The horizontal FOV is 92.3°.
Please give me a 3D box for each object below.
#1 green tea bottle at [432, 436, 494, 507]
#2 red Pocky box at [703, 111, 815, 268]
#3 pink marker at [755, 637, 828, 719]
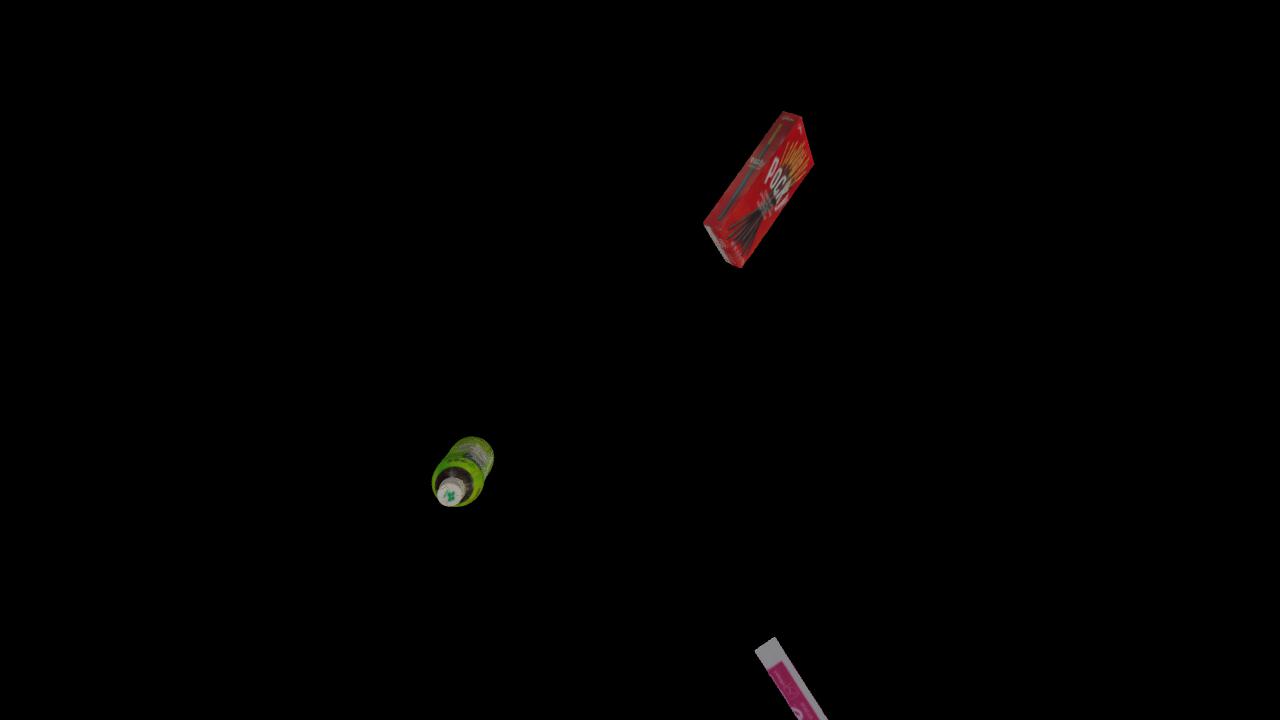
[{"bbox_3d":[-0.249,0.158,0.859,0.073,0.073,0.212,0,2,-7],"label":"green tea bottle"},{"bbox_3d":[0.134,-0.186,0.679,0.028,0.155,0.083,33,-4,34],"label":"red Pocky box"},{"bbox_3d":[0.123,0.254,0.427,0.020,0.121,0.020,-27,-27,-15],"label":"pink marker"}]
